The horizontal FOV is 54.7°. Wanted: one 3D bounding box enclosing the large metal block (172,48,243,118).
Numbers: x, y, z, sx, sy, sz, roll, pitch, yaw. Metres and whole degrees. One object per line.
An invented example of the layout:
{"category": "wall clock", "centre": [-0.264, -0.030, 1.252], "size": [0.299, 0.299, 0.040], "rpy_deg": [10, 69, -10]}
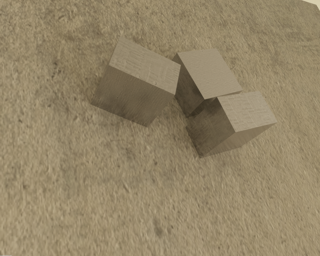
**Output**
{"category": "large metal block", "centre": [0.063, -0.069, 0.466], "size": [0.081, 0.050, 0.080], "rpy_deg": [-16, 70, -35]}

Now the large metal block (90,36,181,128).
{"category": "large metal block", "centre": [-0.031, -0.054, 0.386], "size": [0.080, 0.080, 0.050], "rpy_deg": [23, 53, -15]}

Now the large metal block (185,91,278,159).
{"category": "large metal block", "centre": [0.096, -0.004, 0.425], "size": [0.081, 0.080, 0.050], "rpy_deg": [-11, 68, -33]}
